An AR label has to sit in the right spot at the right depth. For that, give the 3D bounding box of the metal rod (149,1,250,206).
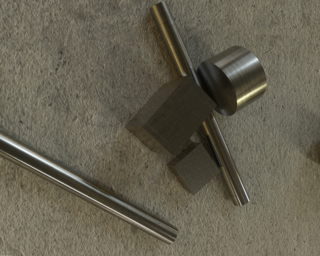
[{"bbox_3d":[0.058,-0.027,0.430,0.025,0.025,0.299,-27,99,-18],"label":"metal rod"}]

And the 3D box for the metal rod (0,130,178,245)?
[{"bbox_3d":[-0.104,0.065,0.371,0.301,0.025,0.025,33,79,-17],"label":"metal rod"}]

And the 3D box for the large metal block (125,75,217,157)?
[{"bbox_3d":[0.010,-0.014,0.384,0.050,0.080,0.080,45,76,-15],"label":"large metal block"}]

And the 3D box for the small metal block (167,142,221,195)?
[{"bbox_3d":[0.046,0.055,0.427,0.050,0.025,0.050,-39,103,-16],"label":"small metal block"}]

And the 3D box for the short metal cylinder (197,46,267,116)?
[{"bbox_3d":[0.094,-0.063,0.415,0.050,0.080,0.080,-31,100,-17],"label":"short metal cylinder"}]
